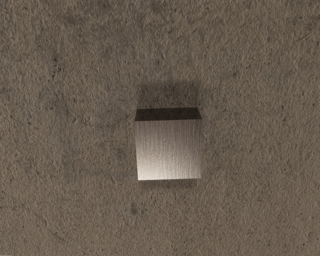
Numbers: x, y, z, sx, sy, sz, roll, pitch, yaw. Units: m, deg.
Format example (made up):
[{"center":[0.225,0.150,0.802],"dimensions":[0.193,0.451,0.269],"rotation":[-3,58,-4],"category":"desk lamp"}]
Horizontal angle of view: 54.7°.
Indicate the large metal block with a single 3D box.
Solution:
[{"center":[0.011,0.019,0.404],"dimensions":[0.081,0.050,0.079],"rotation":[-2,110,0],"category":"large metal block"}]
